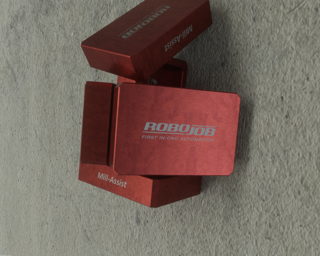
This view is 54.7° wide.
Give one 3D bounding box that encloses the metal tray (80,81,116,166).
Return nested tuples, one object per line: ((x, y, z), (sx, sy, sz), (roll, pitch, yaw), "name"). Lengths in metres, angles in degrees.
((-0.064, -0.009, 0.394), (0.030, 0.130, 0.089), (5, 94, 3), "metal tray")

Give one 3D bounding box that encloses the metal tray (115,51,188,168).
((-0.010, -0.021, 0.370), (0.030, 0.091, 0.129), (9, 96, 39), "metal tray")

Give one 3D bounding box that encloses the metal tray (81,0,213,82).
((-0.013, -0.109, 0.355), (0.090, 0.131, 0.030), (22, 145, 37), "metal tray")

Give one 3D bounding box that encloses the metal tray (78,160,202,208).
((-0.026, 0.058, 0.383), (0.130, 0.091, 0.030), (9, 96, 39), "metal tray")

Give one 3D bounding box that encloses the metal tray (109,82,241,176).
((0.016, 0.003, 0.326), (0.030, 0.131, 0.089), (-162, 76, -72), "metal tray")
